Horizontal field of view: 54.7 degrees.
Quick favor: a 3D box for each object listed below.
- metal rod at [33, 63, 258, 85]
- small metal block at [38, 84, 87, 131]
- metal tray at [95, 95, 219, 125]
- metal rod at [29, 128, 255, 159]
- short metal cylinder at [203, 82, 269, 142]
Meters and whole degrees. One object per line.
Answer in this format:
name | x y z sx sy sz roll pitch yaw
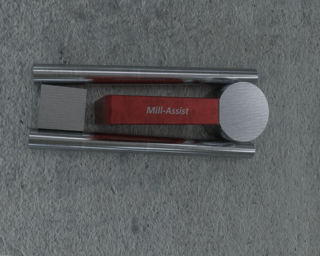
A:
metal rod | -0.004 -0.069 0.409 0.303 0.025 0.025 -3 91 -20
small metal block | -0.116 -0.023 0.368 0.050 0.025 0.050 5 89 -20
metal tray | -0.007 -0.019 0.372 0.131 0.090 0.030 0 90 -20
metal rod | -0.008 0.023 0.407 0.302 0.025 0.025 4 89 -20
short metal cylinder | 0.103 -0.022 0.434 0.081 0.050 0.079 0 90 -20
